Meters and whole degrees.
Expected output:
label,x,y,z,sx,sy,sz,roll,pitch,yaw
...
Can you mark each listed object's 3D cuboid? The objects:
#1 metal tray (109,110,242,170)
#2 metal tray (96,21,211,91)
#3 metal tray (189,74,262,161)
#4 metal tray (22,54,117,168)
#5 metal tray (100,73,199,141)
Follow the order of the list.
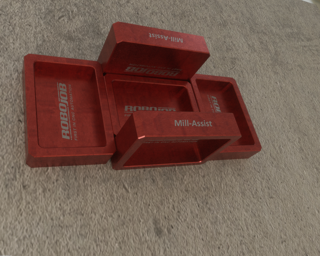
label,x,y,z,sx,sy,sz,roll,pitch,yaw
metal tray,0.017,0.016,0.362,0.131,0.090,0.030,0,62,-29
metal tray,-0.011,-0.089,0.414,0.131,0.090,0.030,0,62,-29
metal tray,0.089,-0.018,0.463,0.091,0.030,0.130,0,62,-28
metal tray,-0.107,-0.022,0.358,0.091,0.030,0.130,0,62,-28
metal tray,-0.010,-0.022,0.411,0.131,0.030,0.090,1,61,-28
